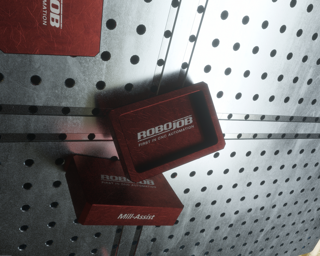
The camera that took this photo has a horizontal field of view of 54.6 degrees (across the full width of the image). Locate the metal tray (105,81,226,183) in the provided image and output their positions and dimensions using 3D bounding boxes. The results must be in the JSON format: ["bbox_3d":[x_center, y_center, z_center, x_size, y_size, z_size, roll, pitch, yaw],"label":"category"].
[{"bbox_3d":[0.009,0.003,0.386,0.131,0.030,0.090,-19,94,-18],"label":"metal tray"}]

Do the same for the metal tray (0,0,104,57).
[{"bbox_3d":[-0.097,-0.132,0.273,0.091,0.030,0.129,-4,120,-26],"label":"metal tray"}]

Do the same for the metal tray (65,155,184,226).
[{"bbox_3d":[-0.045,0.079,0.392,0.131,0.090,0.030,12,114,-33],"label":"metal tray"}]
